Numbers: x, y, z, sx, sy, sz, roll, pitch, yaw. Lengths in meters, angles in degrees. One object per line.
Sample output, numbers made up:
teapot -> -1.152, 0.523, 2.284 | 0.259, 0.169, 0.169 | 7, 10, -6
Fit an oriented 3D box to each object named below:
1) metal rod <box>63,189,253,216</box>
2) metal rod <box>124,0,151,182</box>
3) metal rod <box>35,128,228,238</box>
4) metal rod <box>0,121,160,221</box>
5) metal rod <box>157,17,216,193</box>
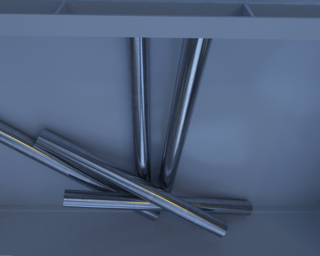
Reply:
metal rod -> 0.007, 0.117, 0.481 | 0.302, 0.025, 0.025 | 8, 130, -18
metal rod -> -0.025, -0.009, 0.401 | 0.025, 0.025, 0.298 | 0, 130, -1
metal rod -> -0.033, 0.084, 0.446 | 0.301, 0.025, 0.025 | 29, 125, -11
metal rod -> -0.122, 0.066, 0.457 | 0.301, 0.025, 0.025 | 34, 122, -24
metal rod -> 0.020, 0.006, 0.373 | 0.025, 0.025, 0.298 | 4, 143, -3
